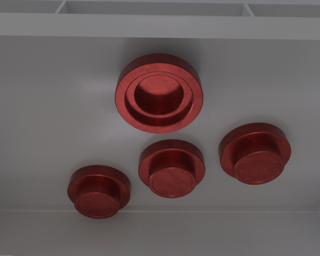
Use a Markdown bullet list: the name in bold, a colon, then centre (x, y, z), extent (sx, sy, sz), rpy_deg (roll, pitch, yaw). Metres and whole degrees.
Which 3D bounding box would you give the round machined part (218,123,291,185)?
- **round machined part**: centre (0.134, 0.043, 0.436), extent (0.099, 0.042, 0.097), rpy_deg (0, 130, 0)

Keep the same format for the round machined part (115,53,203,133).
- **round machined part**: centre (-0.001, -0.043, 0.361), extent (0.099, 0.042, 0.097), rpy_deg (0, 130, 0)

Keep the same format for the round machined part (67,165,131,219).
- **round machined part**: centre (-0.096, 0.107, 0.488), extent (0.099, 0.042, 0.097), rpy_deg (0, 130, 0)

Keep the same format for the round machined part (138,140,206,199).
- **round machined part**: centre (0.018, 0.066, 0.454), extent (0.099, 0.042, 0.097), rpy_deg (0, 130, 0)
